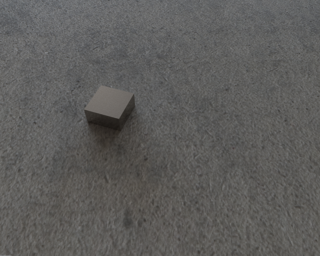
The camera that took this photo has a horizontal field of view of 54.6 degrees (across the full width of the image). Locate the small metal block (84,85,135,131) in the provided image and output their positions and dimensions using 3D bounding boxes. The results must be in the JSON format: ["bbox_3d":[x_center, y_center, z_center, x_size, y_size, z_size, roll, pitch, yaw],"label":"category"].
[{"bbox_3d":[-0.068,-0.028,0.427,0.050,0.025,0.050,15,52,12],"label":"small metal block"}]
